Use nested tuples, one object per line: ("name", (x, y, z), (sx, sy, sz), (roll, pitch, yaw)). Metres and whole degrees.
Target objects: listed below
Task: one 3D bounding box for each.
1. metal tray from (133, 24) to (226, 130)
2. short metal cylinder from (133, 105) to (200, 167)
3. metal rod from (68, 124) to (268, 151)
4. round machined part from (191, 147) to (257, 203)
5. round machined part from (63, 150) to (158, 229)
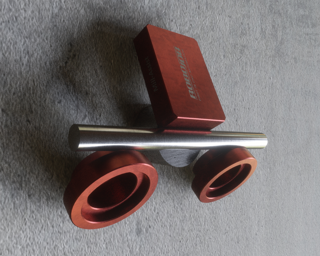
("metal tray", (0.024, -0.061, 0.390), (0.091, 0.030, 0.130), (3, 62, -40))
("short metal cylinder", (0.011, 0.008, 0.401), (0.081, 0.050, 0.079), (0, 90, -40))
("metal rod", (0.038, 0.014, 0.376), (0.302, 0.025, 0.025), (3, 88, -40))
("round machined part", (0.087, 0.061, 0.448), (0.099, 0.042, 0.097), (-22, 144, -17))
("round machined part", (-0.055, 0.059, 0.330), (0.099, 0.042, 0.097), (-24, 141, -21))
